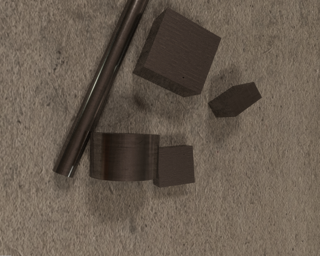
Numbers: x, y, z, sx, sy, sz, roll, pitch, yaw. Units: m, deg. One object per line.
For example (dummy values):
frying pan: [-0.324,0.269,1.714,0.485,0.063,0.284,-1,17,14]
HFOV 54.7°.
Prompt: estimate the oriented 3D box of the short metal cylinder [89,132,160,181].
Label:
short metal cylinder: [-0.041,0.031,0.365,0.081,0.080,0.050,2,90,-20]

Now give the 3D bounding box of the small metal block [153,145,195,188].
small metal block: [0.017,0.050,0.417,0.050,0.025,0.050,-4,92,-20]

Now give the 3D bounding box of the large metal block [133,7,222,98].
large metal block: [0.022,-0.094,0.405,0.080,0.050,0.080,23,82,-19]

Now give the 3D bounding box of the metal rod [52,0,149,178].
metal rod: [-0.060,-0.083,0.387,0.025,0.025,0.299,24,82,-19]

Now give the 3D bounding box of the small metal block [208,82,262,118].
small metal block: [0.104,-0.039,0.436,0.050,0.050,0.025,-34,102,-17]
